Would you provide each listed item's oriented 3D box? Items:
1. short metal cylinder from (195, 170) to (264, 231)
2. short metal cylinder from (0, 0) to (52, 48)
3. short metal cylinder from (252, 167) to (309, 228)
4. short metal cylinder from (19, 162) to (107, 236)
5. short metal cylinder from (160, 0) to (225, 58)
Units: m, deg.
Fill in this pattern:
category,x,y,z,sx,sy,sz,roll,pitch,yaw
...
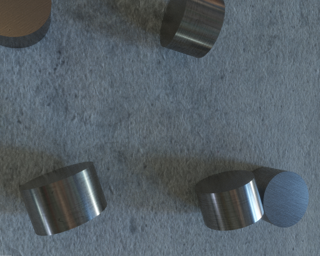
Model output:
category,x,y,z,sx,sy,sz,roll,pitch,yaw
short metal cylinder,0.092,0.095,0.416,0.081,0.080,0.050,-18,97,-19
short metal cylinder,-0.161,-0.132,0.336,0.081,0.050,0.079,0,90,-20
short metal cylinder,0.171,0.101,0.461,0.081,0.050,0.079,0,90,-21
short metal cylinder,-0.105,0.075,0.342,0.081,0.080,0.050,-19,97,-19
short metal cylinder,0.039,-0.135,0.395,0.050,0.080,0.080,13,86,-20
